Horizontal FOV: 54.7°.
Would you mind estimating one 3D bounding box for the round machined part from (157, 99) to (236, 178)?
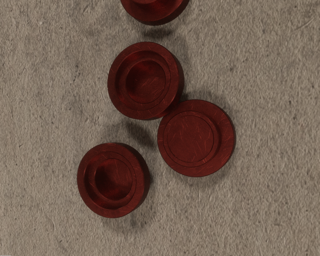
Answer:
[{"bbox_3d":[0.042,0.013,0.385,0.098,0.042,0.097,0,90,19],"label":"round machined part"}]

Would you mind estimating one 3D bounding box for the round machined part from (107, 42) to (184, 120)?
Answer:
[{"bbox_3d":[-0.015,-0.058,0.402,0.098,0.042,0.097,-1,86,22],"label":"round machined part"}]

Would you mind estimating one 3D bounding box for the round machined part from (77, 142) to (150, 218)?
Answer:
[{"bbox_3d":[-0.059,0.068,0.420,0.098,0.042,0.097,0,90,19],"label":"round machined part"}]

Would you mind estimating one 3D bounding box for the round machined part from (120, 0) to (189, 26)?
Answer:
[{"bbox_3d":[-0.010,-0.188,0.403,0.098,0.042,0.097,0,90,19],"label":"round machined part"}]
